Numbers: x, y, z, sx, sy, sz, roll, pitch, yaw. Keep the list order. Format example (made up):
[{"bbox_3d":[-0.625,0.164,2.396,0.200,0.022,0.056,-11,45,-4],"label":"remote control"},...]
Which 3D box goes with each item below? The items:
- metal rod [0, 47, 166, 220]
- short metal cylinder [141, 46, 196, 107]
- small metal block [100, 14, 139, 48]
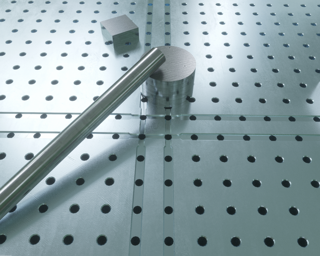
[{"bbox_3d":[-0.099,0.005,0.367,0.025,0.025,0.301,34,68,24],"label":"metal rod"},{"bbox_3d":[0.011,-0.077,0.456,0.081,0.050,0.080,0,50,0],"label":"short metal cylinder"},{"bbox_3d":[-0.072,-0.174,0.553,0.050,0.025,0.050,-25,55,-20],"label":"small metal block"}]
